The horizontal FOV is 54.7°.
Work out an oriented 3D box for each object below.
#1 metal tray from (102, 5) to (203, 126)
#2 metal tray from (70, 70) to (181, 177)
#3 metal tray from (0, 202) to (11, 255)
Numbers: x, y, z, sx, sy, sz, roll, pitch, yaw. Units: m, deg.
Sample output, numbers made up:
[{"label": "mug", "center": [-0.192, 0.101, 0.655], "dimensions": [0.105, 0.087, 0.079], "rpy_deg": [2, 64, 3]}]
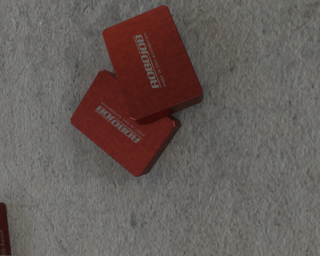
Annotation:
[{"label": "metal tray", "center": [-0.010, -0.079, 0.388], "dimensions": [0.090, 0.030, 0.130], "rpy_deg": [-21, 74, 4]}, {"label": "metal tray", "center": [-0.049, -0.008, 0.423], "dimensions": [0.130, 0.030, 0.090], "rpy_deg": [37, 101, 15]}, {"label": "metal tray", "center": [-0.292, 0.192, 0.507], "dimensions": [0.090, 0.030, 0.129], "rpy_deg": [-8, 87, 19]}]
